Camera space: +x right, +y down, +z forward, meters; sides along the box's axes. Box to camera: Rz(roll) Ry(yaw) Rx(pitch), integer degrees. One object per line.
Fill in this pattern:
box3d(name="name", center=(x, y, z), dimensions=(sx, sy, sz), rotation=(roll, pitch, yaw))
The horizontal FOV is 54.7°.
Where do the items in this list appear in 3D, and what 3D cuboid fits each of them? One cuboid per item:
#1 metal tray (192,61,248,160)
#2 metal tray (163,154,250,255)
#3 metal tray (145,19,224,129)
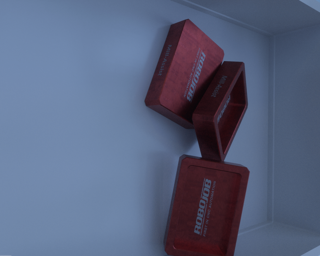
box3d(name="metal tray", center=(0.093, -0.026, 0.452), dimensions=(0.130, 0.030, 0.090), rotation=(-57, 143, -35))
box3d(name="metal tray", center=(0.061, 0.107, 0.414), dimensions=(0.091, 0.030, 0.129), rotation=(10, 91, -3))
box3d(name="metal tray", center=(0.039, -0.073, 0.438), dimensions=(0.090, 0.030, 0.130), rotation=(29, 72, -37))
